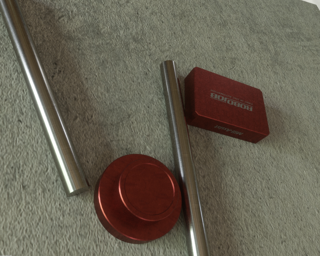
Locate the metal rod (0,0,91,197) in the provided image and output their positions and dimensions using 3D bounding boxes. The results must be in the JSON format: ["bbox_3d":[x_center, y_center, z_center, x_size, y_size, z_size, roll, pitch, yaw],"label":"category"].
[{"bbox_3d":[-0.147,-0.063,0.363,0.025,0.025,0.299,-14,69,-34],"label":"metal rod"}]

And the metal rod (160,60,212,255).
[{"bbox_3d":[0.030,0.036,0.399,0.025,0.025,0.299,7,59,-25],"label":"metal rod"}]

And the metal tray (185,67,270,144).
[{"bbox_3d":[0.103,-0.034,0.479,0.131,0.030,0.090,15,55,-20],"label":"metal tray"}]

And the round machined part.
[{"bbox_3d":[-0.019,0.072,0.340,0.099,0.042,0.098,14,56,-21],"label":"round machined part"}]
